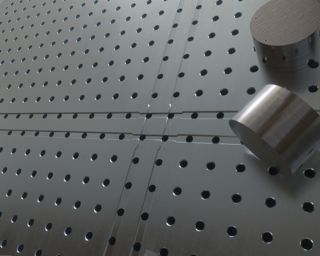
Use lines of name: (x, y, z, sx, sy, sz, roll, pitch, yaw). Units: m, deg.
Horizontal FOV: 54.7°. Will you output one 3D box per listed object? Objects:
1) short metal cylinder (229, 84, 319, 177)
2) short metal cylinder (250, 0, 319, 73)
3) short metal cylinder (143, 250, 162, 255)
short metal cylinder: (0.116, 0.003, 0.310, 0.050, 0.080, 0.080, -44, 51, -3)
short metal cylinder: (0.156, -0.115, 0.381, 0.080, 0.050, 0.080, -13, 56, 20)
short metal cylinder: (0.009, 0.152, 0.274, 0.080, 0.080, 0.050, 21, 73, 35)
